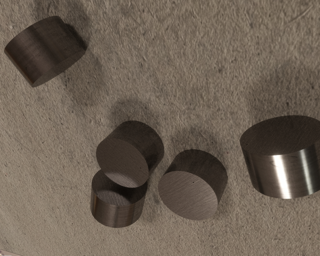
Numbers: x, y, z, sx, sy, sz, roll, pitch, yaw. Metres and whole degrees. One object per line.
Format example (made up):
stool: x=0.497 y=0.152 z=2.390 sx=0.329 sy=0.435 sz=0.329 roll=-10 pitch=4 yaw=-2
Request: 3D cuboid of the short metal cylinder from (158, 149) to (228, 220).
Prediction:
short metal cylinder: x=0.044 y=0.075 z=0.413 sx=0.080 sy=0.050 sz=0.079 roll=13 pitch=124 yaw=20

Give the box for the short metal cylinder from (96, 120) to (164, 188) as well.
short metal cylinder: x=-0.041 y=0.036 z=0.433 sx=0.080 sy=0.050 sz=0.079 roll=13 pitch=124 yaw=20

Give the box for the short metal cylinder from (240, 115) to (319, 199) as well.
short metal cylinder: x=0.129 y=0.027 z=0.320 sx=0.080 sy=0.080 sz=0.050 roll=-7 pitch=115 yaw=31

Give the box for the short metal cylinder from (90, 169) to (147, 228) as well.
short metal cylinder: x=-0.062 y=0.101 z=0.465 sx=0.080 sy=0.080 sz=0.050 roll=22 pitch=127 yaw=14

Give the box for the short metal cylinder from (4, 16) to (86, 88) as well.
short metal cylinder: x=-0.141 y=-0.094 z=0.386 sx=0.080 sy=0.080 sz=0.050 roll=-27 pitch=104 yaw=37
